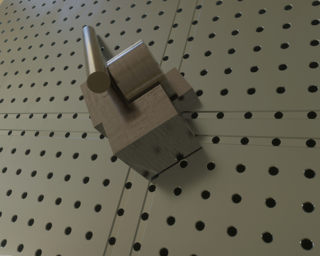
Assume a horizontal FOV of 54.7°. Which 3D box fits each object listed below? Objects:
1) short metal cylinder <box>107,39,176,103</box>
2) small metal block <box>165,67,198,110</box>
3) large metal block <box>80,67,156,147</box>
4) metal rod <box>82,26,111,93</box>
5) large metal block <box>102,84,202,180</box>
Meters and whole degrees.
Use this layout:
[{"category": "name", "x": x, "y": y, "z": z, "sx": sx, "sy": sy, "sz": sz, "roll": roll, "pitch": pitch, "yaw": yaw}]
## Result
[{"category": "short metal cylinder", "x": -0.022, "y": -0.064, "z": 0.389, "sx": 0.050, "sy": 0.080, "sz": 0.080, "roll": -32, "pitch": 52, "yaw": 7}, {"category": "small metal block", "x": 0.016, "y": -0.049, "z": 0.429, "sx": 0.050, "sy": 0.025, "sz": 0.050, "roll": -36, "pitch": 51, "yaw": 4}, {"category": "large metal block", "x": -0.054, "y": -0.023, "z": 0.415, "sx": 0.050, "sy": 0.080, "sz": 0.080, "roll": -33, "pitch": 52, "yaw": 7}, {"category": "metal rod", "x": -0.101, "y": -0.116, "z": 0.463, "sx": 0.025, "sy": 0.025, "sz": 0.300, "roll": -35, "pitch": 30, "yaw": 4}, {"category": "large metal block", "x": -0.008, "y": 0.008, "z": 0.369, "sx": 0.080, "sy": 0.080, "sz": 0.050, "roll": -33, "pitch": 52, "yaw": 7}]
